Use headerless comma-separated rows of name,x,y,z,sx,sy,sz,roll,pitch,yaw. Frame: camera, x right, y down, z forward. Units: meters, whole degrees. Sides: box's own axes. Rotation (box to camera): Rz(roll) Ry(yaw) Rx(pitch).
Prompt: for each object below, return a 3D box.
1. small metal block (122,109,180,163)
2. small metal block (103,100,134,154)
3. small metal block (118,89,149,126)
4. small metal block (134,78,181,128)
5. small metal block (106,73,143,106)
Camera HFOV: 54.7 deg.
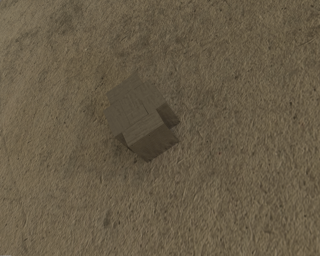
small metal block,-0.010,0.011,0.386,0.050,0.050,0.025,-34,52,6
small metal block,-0.045,-0.001,0.411,0.025,0.050,0.050,-35,52,5
small metal block,-0.024,-0.015,0.409,0.025,0.050,0.050,-35,52,5
small metal block,-0.003,-0.029,0.407,0.025,0.050,0.050,-35,52,5
small metal block,-0.038,-0.041,0.432,0.050,0.050,0.025,-34,52,6
